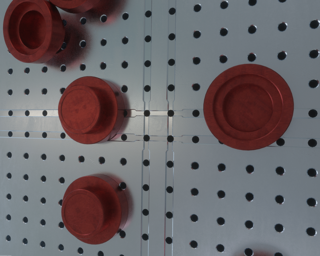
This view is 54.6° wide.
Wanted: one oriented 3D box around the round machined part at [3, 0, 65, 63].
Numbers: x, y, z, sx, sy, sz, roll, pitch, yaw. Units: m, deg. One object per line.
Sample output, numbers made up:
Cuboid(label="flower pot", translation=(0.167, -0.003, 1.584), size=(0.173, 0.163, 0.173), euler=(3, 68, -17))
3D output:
Cuboid(label="round machined part", translation=(-0.183, -0.146, 0.464), size=(0.098, 0.042, 0.097), euler=(3, 98, 25))

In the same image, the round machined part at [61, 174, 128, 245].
Cuboid(label="round machined part", translation=(-0.099, 0.117, 0.439), size=(0.098, 0.042, 0.097), euler=(0, 90, 20))

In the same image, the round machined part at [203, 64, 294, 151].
Cuboid(label="round machined part", translation=(0.104, -0.023, 0.367), size=(0.098, 0.042, 0.097), euler=(0, 90, 20))

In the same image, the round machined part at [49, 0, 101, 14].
Cuboid(label="round machined part", translation=(-0.116, -0.213, 0.445), size=(0.098, 0.042, 0.097), euler=(0, 90, 20))

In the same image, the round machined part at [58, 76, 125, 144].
Cuboid(label="round machined part", translation=(-0.104, -0.025, 0.441), size=(0.098, 0.042, 0.097), euler=(0, 90, 20))
